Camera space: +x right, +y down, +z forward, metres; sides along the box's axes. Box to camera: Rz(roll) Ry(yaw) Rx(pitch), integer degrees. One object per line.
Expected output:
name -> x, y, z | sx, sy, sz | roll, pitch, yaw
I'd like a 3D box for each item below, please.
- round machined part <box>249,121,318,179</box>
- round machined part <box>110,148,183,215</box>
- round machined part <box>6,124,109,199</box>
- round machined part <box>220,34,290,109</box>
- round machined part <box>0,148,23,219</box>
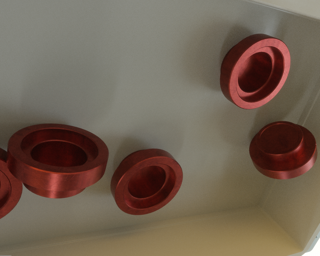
round machined part -> 0.188, 0.027, 0.481 | 0.098, 0.098, 0.042 | -35, 129, -5
round machined part -> -0.021, 0.069, 0.429 | 0.099, 0.042, 0.097 | -14, 124, -21
round machined part -> -0.107, 0.036, 0.326 | 0.099, 0.098, 0.042 | 2, 117, -30
round machined part -> 0.121, -0.078, 0.416 | 0.099, 0.042, 0.097 | -14, 124, -21
round machined part -> -0.198, 0.054, 0.322 | 0.099, 0.042, 0.097 | -13, 125, -20
